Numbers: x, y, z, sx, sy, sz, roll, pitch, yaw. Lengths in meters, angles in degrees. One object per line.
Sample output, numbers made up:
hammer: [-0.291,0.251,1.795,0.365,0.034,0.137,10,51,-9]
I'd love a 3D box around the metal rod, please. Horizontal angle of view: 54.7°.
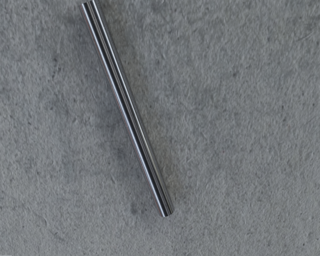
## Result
metal rod: [-0.036,-0.011,0.405,0.025,0.025,0.298,-17,110,6]
